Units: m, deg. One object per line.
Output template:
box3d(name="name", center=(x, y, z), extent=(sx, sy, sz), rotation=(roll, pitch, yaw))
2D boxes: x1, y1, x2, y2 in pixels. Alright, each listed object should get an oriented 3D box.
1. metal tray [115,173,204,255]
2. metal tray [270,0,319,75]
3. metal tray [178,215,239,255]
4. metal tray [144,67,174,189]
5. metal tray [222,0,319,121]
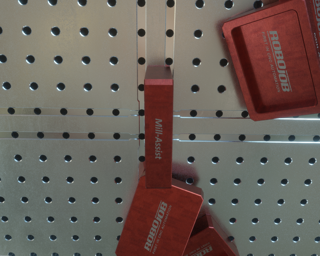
box3d(name="metal tray", center=(-0.001, 0.135, 0.441), extent=(0.090, 0.030, 0.129), rotation=(19, 100, 5))
box3d(name="metal tray", center=(0.184, -0.138, 0.362), extent=(0.090, 0.030, 0.129), rotation=(-19, 109, 6))
box3d(name="metal tray", center=(0.048, 0.205, 0.487), extent=(0.130, 0.030, 0.090), rotation=(-34, 107, 11))
box3d(name="metal tray", center=(-0.002, -0.004, 0.377), extent=(0.030, 0.090, 0.129), rotation=(0, 110, 0))
box3d(name="metal tray", center=(0.136, -0.076, 0.362), extent=(0.090, 0.030, 0.129), rotation=(-8, 114, 36))
